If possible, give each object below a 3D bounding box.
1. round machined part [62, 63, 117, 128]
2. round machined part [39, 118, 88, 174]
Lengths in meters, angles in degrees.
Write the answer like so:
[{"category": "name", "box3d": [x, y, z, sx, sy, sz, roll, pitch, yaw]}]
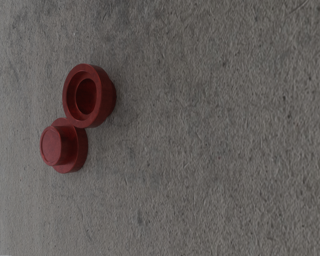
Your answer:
[{"category": "round machined part", "box3d": [-0.106, -0.048, 0.482, 0.098, 0.042, 0.097, 0, 90, 40]}, {"category": "round machined part", "box3d": [-0.172, 0.031, 0.536, 0.098, 0.042, 0.097, 0, 90, 40]}]
